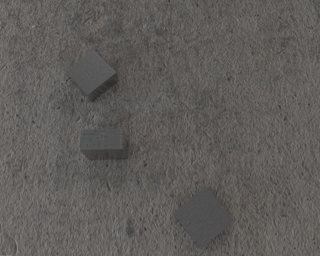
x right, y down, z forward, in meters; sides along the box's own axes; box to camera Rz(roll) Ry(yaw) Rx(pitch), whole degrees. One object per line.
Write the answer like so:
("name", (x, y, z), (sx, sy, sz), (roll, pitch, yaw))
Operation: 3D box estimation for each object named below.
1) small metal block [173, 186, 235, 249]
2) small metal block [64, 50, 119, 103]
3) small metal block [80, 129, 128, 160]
("small metal block", (0.051, 0.107, 0.369), (0.050, 0.025, 0.050), (-36, 74, -12))
("small metal block", (-0.095, -0.073, 0.434), (0.050, 0.025, 0.050), (-42, 75, -14))
("small metal block", (-0.068, 0.021, 0.386), (0.050, 0.050, 0.025), (-1, 70, -1))
